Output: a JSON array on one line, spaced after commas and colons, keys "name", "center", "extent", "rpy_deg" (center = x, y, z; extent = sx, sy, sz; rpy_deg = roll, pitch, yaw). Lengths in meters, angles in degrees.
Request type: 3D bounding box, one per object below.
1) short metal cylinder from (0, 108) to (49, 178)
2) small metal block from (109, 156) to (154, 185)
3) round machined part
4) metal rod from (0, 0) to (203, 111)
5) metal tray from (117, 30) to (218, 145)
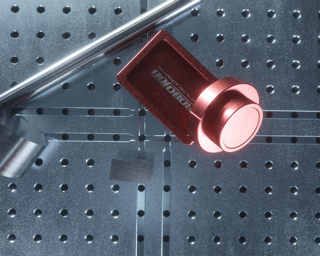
[{"name": "short metal cylinder", "center": [-0.188, 0.017, 0.383], "extent": [0.080, 0.080, 0.050], "rpy_deg": [37, 90, -1]}, {"name": "small metal block", "center": [-0.035, 0.053, 0.401], "extent": [0.050, 0.050, 0.025], "rpy_deg": [8, 90, -1]}, {"name": "round machined part", "center": [0.085, -0.010, 0.378], "extent": [0.098, 0.098, 0.042], "rpy_deg": [-46, 47, 0]}, {"name": "metal rod", "center": [-0.080, -0.105, 0.412], "extent": [0.301, 0.025, 0.025], "rpy_deg": [-30, 90, -1]}, {"name": "metal tray", "center": [0.020, -0.052, 0.411], "extent": [0.130, 0.030, 0.090], "rpy_deg": [44, 90, -1]}]
